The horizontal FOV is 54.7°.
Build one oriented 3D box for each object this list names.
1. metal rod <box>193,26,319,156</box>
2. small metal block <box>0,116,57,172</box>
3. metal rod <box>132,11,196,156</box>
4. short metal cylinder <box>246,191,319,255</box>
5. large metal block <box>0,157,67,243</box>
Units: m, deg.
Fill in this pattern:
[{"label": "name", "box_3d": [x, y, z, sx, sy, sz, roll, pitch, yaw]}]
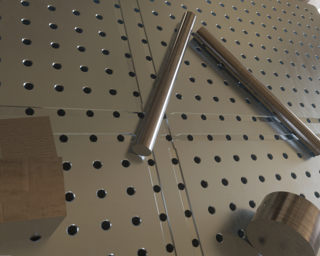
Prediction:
[{"label": "metal rod", "box_3d": [0.174, -0.066, 0.544, 0.300, 0.025, 0.025, 45, 51, 3]}, {"label": "small metal block", "box_3d": [-0.139, 0.017, 0.323, 0.050, 0.025, 0.050, -6, 65, -31]}, {"label": "metal rod", "box_3d": [0.015, -0.086, 0.470, 0.025, 0.025, 0.300, 27, 52, -12]}, {"label": "short metal cylinder", "box_3d": [0.155, 0.126, 0.382, 0.080, 0.080, 0.050, 46, 51, 4]}, {"label": "large metal block", "box_3d": [-0.130, 0.064, 0.264, 0.081, 0.080, 0.050, 1, 62, -28]}]
